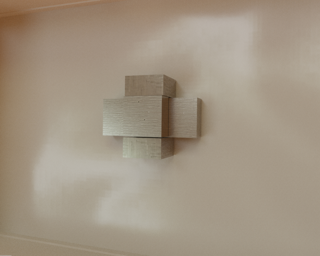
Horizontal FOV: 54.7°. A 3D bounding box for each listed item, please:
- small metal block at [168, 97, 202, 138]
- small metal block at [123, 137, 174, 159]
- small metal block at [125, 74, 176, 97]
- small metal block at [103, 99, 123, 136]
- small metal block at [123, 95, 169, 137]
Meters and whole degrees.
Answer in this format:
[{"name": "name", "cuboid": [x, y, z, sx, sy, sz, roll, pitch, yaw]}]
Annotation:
[{"name": "small metal block", "cuboid": [0.026, -0.013, 0.400, 0.050, 0.025, 0.050, 1, 90, 19]}, {"name": "small metal block", "cuboid": [-0.014, 0.024, 0.399, 0.050, 0.050, 0.025, 1, 91, 20]}, {"name": "small metal block", "cuboid": [-0.011, -0.052, 0.399, 0.050, 0.050, 0.025, 1, 91, 20]}, {"name": "small metal block", "cuboid": [-0.050, -0.014, 0.426, 0.050, 0.025, 0.050, 1, 90, 20]}, {"name": "small metal block", "cuboid": [-0.017, -0.014, 0.387, 0.050, 0.025, 0.050, 1, 90, 19]}]
